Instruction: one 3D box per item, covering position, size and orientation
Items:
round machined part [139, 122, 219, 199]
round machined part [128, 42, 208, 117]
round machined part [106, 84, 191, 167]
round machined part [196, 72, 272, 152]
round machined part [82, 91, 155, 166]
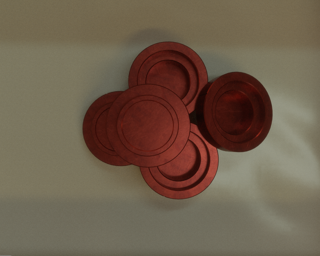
[{"bbox_3d":[0.023,0.039,0.401,0.099,0.042,0.097,0,90,-1],"label":"round machined part"},{"bbox_3d":[0.010,-0.058,0.402,0.099,0.042,0.097,0,90,-1],"label":"round machined part"},{"bbox_3d":[-0.013,-0.003,0.358,0.099,0.042,0.097,0,90,-1],"label":"round machined part"},{"bbox_3d":[0.089,-0.019,0.392,0.099,0.042,0.097,1,87,-21],"label":"round machined part"},{"bbox_3d":[-0.051,0.001,0.399,0.099,0.042,0.097,0,90,-1],"label":"round machined part"}]
